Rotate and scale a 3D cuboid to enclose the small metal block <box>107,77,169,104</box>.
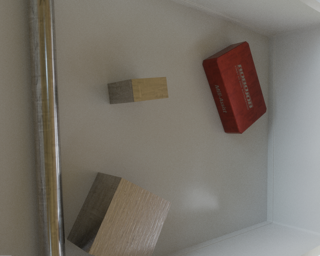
[{"bbox_3d":[-0.026,-0.045,0.370,0.050,0.050,0.025,-11,98,-40],"label":"small metal block"}]

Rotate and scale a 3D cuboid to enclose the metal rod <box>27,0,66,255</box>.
[{"bbox_3d":[-0.114,-0.009,0.311,0.025,0.025,0.298,-4,92,-40],"label":"metal rod"}]

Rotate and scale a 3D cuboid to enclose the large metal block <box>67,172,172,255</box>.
[{"bbox_3d":[-0.044,0.106,0.355,0.080,0.050,0.080,35,68,-35],"label":"large metal block"}]

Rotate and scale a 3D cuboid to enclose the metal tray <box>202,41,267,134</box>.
[{"bbox_3d":[0.127,-0.066,0.512,0.091,0.030,0.129,-34,112,-35],"label":"metal tray"}]
